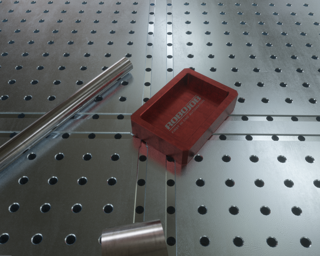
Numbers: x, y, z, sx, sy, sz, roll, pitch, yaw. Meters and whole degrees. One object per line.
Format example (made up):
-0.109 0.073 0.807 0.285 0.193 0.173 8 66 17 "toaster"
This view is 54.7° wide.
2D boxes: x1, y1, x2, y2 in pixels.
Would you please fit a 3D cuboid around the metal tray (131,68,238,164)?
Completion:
0.035 -0.022 0.422 0.090 0.030 0.131 31 56 23 "metal tray"

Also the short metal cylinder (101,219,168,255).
-0.019 0.124 0.268 0.050 0.080 0.080 -8 51 -7 "short metal cylinder"

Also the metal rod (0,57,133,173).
-0.144 -0.010 0.414 0.025 0.025 0.301 31 56 23 "metal rod"
